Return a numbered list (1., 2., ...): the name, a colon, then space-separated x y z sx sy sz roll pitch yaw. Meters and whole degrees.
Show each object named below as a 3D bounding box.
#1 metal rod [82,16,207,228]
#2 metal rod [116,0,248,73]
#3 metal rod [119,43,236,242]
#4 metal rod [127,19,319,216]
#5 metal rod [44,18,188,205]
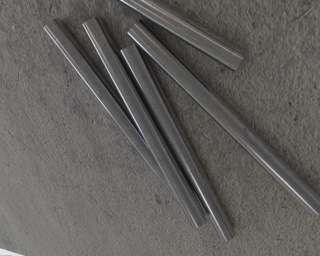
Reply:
1. metal rod: -0.014 0.001 0.401 0.025 0.025 0.299 -19 104 35
2. metal rod: -0.041 -0.150 0.335 0.301 0.025 0.025 33 129 6
3. metal rod: 0.031 0.030 0.408 0.025 0.025 0.299 -16 110 34
4. metal rod: 0.079 -0.010 0.358 0.300 0.025 0.025 44 129 -3
5. metal rod: -0.051 -0.015 0.424 0.025 0.025 0.299 -28 103 37
